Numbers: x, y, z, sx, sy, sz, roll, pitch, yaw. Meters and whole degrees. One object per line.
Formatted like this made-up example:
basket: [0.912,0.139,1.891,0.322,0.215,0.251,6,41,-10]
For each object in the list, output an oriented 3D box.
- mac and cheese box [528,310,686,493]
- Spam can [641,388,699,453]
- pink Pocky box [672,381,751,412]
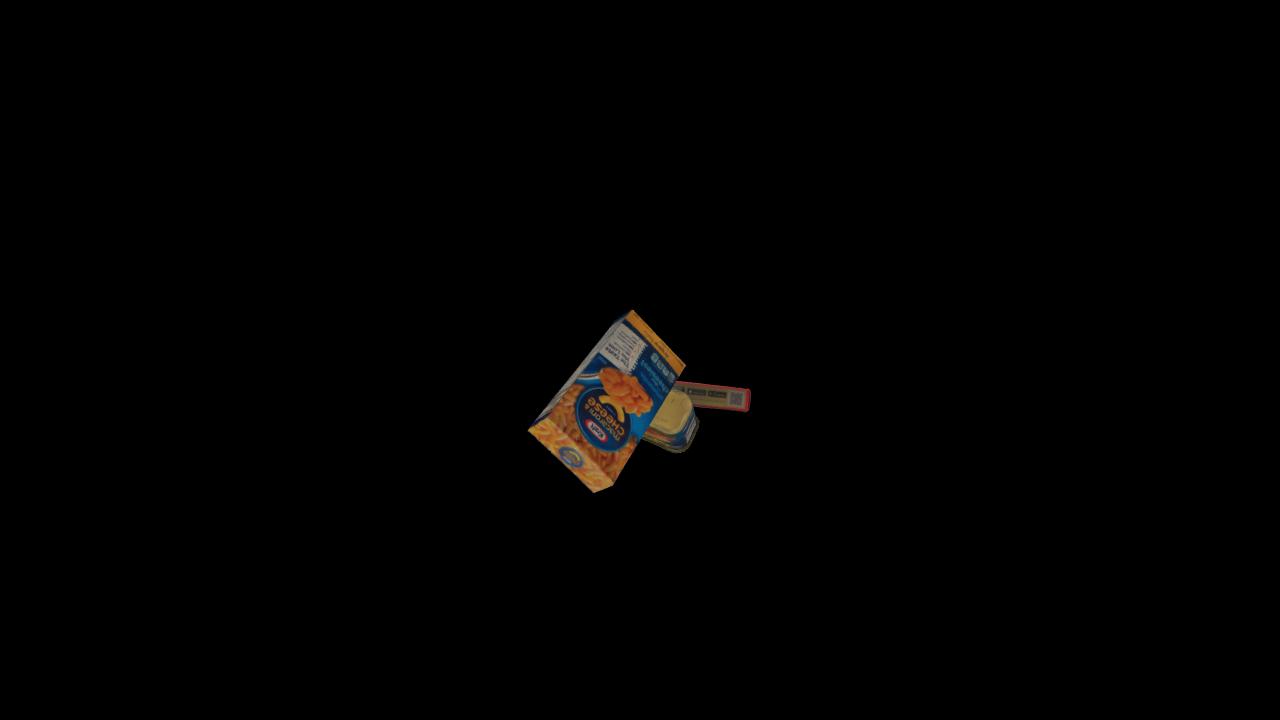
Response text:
mac and cheese box: [-0.026,0.036,0.630,0.041,0.093,0.184,-30,18,44]
Spam can: [0.016,0.061,0.727,0.101,0.058,0.085,22,-17,15]
pink Pocky box: [0.047,0.040,0.738,0.155,0.029,0.084,7,-3,-7]
